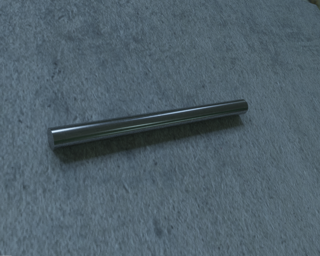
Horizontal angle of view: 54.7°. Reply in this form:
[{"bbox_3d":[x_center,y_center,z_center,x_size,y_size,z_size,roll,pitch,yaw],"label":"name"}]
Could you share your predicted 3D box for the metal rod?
[{"bbox_3d":[0.007,-0.011,0.415,0.303,0.025,0.025,-11,67,-33],"label":"metal rod"}]
